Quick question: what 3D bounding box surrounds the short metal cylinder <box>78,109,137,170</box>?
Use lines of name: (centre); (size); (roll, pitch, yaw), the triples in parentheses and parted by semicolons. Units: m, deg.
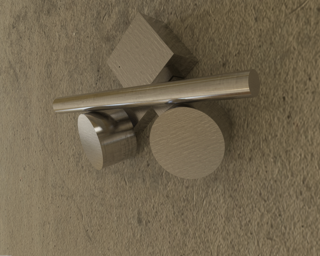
short metal cylinder: (-0.075, 0.012, 0.433); (0.080, 0.050, 0.079); (35, 135, 45)

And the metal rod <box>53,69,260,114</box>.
metal rod: (-0.033, -0.036, 0.366); (0.300, 0.025, 0.025); (-1, 89, 40)

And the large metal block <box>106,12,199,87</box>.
large metal block: (-0.012, -0.085, 0.397); (0.080, 0.050, 0.080); (-50, 61, 28)

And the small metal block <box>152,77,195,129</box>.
small metal block: (0.024, -0.027, 0.386); (0.050, 0.025, 0.050); (-51, 61, 28)

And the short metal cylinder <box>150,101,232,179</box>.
short metal cylinder: (0.035, 0.009, 0.343); (0.080, 0.050, 0.079); (7, 110, 19)

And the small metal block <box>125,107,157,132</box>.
small metal block: (-0.031, -0.030, 0.432); (0.050, 0.025, 0.050); (-50, 61, 27)
